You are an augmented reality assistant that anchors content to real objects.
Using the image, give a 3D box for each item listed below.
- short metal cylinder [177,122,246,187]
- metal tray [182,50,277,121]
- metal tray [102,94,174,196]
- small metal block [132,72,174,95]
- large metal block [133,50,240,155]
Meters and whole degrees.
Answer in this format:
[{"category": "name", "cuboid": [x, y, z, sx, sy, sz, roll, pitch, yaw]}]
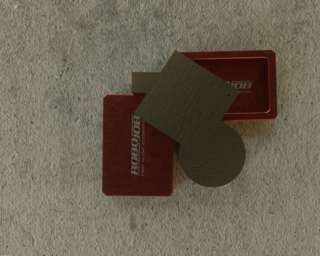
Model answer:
[{"category": "short metal cylinder", "cuboid": [0.064, 0.032, 0.399, 0.080, 0.050, 0.080, 0, 90, 0]}, {"category": "metal tray", "cuboid": [0.084, -0.054, 0.409, 0.131, 0.030, 0.089, -2, 90, 0]}, {"category": "metal tray", "cuboid": [-0.028, 0.022, 0.409, 0.091, 0.030, 0.129, 1, 90, 0]}, {"category": "small metal block", "cuboid": [-0.009, -0.055, 0.399, 0.050, 0.050, 0.025, 1, 90, 0]}, {"category": "large metal block", "cuboid": [0.028, -0.027, 0.347, 0.080, 0.050, 0.080, 33, 90, 0]}]
